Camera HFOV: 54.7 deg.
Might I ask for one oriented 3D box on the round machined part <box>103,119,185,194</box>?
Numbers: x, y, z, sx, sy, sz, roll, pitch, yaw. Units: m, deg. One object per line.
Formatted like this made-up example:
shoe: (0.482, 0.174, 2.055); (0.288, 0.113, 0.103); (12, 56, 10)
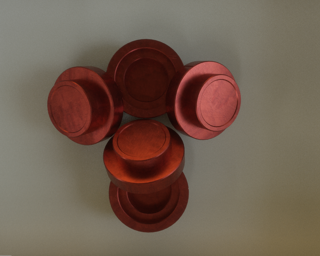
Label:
round machined part: (-0.020, 0.026, 0.372); (0.099, 0.098, 0.042); (-6, 134, 0)

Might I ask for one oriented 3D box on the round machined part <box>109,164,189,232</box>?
round machined part: (-0.013, 0.080, 0.401); (0.099, 0.042, 0.097); (0, 90, 0)

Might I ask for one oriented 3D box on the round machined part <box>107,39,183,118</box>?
round machined part: (-0.017, -0.061, 0.400); (0.099, 0.042, 0.097); (0, 90, 0)

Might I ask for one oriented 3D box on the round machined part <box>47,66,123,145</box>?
round machined part: (-0.098, -0.026, 0.379); (0.098, 0.042, 0.097); (6, 104, 26)

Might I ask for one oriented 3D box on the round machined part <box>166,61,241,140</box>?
round machined part: (0.060, -0.033, 0.379); (0.099, 0.042, 0.097); (-7, 104, -29)
